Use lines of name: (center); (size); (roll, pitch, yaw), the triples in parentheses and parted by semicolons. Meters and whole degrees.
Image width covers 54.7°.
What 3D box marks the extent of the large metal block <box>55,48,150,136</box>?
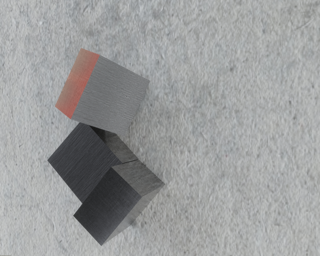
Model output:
large metal block: (-0.072, -0.044, 0.394); (0.050, 0.080, 0.080); (30, 96, 46)

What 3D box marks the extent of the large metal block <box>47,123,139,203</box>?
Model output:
large metal block: (-0.092, 0.044, 0.427); (0.080, 0.050, 0.080); (46, 104, 13)

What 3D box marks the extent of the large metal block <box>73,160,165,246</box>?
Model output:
large metal block: (-0.049, 0.091, 0.396); (0.050, 0.080, 0.080); (42, 103, 15)
